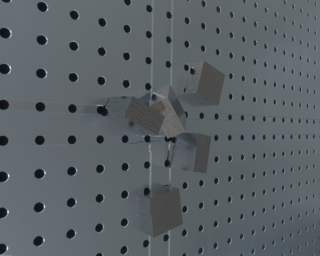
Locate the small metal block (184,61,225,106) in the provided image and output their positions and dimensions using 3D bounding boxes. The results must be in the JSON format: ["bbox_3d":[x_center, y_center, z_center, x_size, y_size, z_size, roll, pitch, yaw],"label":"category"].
[{"bbox_3d":[0.068,-0.066,0.464,0.050,0.025,0.050,23,76,-38],"label":"small metal block"}]

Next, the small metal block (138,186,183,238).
[{"bbox_3d":[0.001,0.108,0.409,0.050,0.025,0.050,-10,97,-39],"label":"small metal block"}]

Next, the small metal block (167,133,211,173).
[{"bbox_3d":[0.040,0.033,0.425,0.025,0.050,0.050,14,81,-39],"label":"small metal block"}]

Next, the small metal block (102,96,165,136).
[{"bbox_3d":[-0.032,-0.014,0.365,0.050,0.050,0.025,31,74,-36],"label":"small metal block"}]

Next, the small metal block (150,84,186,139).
[{"bbox_3d":[0.012,-0.023,0.401,0.050,0.025,0.050,61,17,-22],"label":"small metal block"}]
